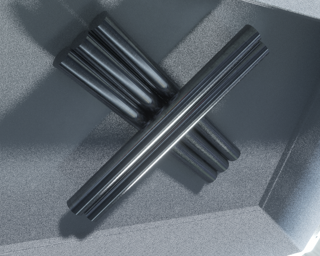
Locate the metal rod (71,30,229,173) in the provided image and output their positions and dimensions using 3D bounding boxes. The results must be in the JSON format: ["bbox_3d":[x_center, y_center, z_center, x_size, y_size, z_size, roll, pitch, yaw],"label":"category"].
[{"bbox_3d":[0.010,-0.014,0.403,0.025,0.025,0.301,-47,129,4],"label":"metal rod"}]

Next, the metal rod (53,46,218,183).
[{"bbox_3d":[-0.008,0.003,0.403,0.025,0.025,0.301,-47,129,4],"label":"metal rod"}]

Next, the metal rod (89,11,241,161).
[{"bbox_3d":[0.028,-0.032,0.402,0.025,0.025,0.301,-47,129,4],"label":"metal rod"}]

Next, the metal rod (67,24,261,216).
[{"bbox_3d":[0.003,-0.007,0.371,0.300,0.025,0.025,-45,129,3],"label":"metal rod"}]

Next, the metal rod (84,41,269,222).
[{"bbox_3d":[0.018,0.005,0.387,0.300,0.025,0.025,-45,129,3],"label":"metal rod"}]
